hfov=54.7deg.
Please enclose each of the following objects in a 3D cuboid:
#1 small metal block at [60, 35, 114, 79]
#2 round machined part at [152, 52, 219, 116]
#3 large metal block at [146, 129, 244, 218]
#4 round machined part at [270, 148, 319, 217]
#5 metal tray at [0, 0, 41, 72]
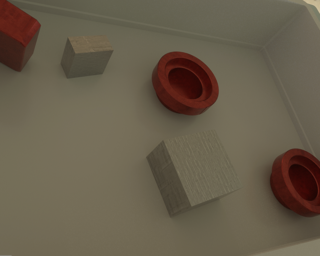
[{"bbox_3d":[-0.094,-0.091,0.395,0.050,0.050,0.025,-15,70,-35],"label":"small metal block"},{"bbox_3d":[0.033,-0.060,0.451,0.099,0.042,0.098,14,56,-21],"label":"round machined part"},{"bbox_3d":[0.041,0.054,0.381,0.081,0.050,0.080,-10,67,-33],"label":"large metal block"},{"bbox_3d":[0.204,0.083,0.457,0.099,0.042,0.098,14,56,-21],"label":"round machined part"},{"bbox_3d":[-0.194,-0.116,0.314,0.131,0.090,0.030,31,69,-20],"label":"metal tray"}]
